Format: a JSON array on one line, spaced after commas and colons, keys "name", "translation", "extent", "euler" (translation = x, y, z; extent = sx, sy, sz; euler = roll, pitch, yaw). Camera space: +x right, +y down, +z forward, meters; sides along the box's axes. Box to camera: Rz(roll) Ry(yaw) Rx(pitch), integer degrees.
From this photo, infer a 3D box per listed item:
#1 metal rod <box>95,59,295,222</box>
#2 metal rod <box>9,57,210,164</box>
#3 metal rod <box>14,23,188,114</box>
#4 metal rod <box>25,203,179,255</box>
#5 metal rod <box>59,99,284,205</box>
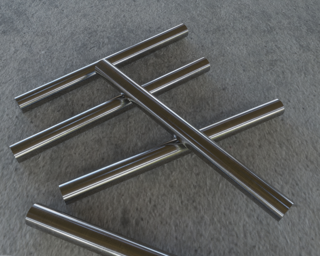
[{"name": "metal rod", "translation": [0.021, -0.002, 0.371], "extent": [0.025, 0.025, 0.300], "euler": [-36, 59, -26]}, {"name": "metal rod", "translation": [-0.053, -0.034, 0.430], "extent": [0.302, 0.025, 0.025], "euler": [-28, 56, -22]}, {"name": "metal rod", "translation": [-0.076, -0.102, 0.487], "extent": [0.302, 0.025, 0.025], "euler": [-31, 57, -24]}, {"name": "metal rod", "translation": [0.009, 0.132, 0.292], "extent": [0.301, 0.025, 0.025], "euler": [16, 52, 13]}, {"name": "metal rod", "translation": [0.028, 0.022, 0.384], "extent": [0.302, 0.025, 0.025], "euler": [-21, 53, -17]}]
